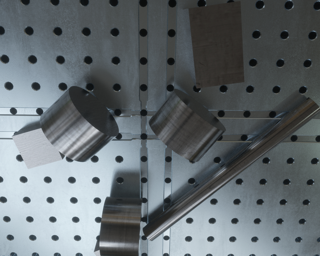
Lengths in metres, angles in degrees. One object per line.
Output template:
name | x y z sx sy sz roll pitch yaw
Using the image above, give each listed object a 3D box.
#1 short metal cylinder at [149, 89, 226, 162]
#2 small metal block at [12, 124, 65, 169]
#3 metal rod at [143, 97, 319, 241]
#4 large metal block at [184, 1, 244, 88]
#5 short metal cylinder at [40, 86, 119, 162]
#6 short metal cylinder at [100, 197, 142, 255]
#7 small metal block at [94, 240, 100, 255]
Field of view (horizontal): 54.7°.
short metal cylinder | 0.034 -0.004 0.383 0.080 0.080 0.050 35 106 -12
small metal block | -0.162 0.022 0.420 0.050 0.025 0.050 -16 110 5
metal rod | 0.092 0.065 0.438 0.300 0.025 0.025 -41 105 13
large metal block | 0.058 -0.096 0.349 0.050 0.080 0.079 -8 110 3
short metal cylinder | -0.097 -0.005 0.381 0.050 0.080 0.080 -40 105 13
short metal cylinder | -0.052 0.138 0.434 0.050 0.080 0.079 3 110 -1
small metal block | -0.067 0.195 0.484 0.050 0.025 0.050 -24 109 8
